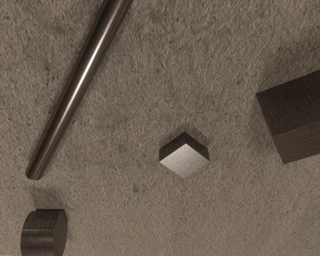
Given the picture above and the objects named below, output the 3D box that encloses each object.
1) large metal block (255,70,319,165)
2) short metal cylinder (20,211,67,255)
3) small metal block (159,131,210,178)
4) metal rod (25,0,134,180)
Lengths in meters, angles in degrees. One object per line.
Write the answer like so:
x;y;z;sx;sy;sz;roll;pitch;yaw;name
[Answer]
0.167;-0.014;0.362;0.080;0.080;0.050;-21;127;16;large metal block
-0.193;0.181;0.523;0.050;0.080;0.079;1;130;-1;short metal cylinder
0.034;0.039;0.441;0.050;0.025;0.050;37;121;-28;small metal block
-0.112;-0.031;0.379;0.025;0.025;0.298;24;126;-20;metal rod
